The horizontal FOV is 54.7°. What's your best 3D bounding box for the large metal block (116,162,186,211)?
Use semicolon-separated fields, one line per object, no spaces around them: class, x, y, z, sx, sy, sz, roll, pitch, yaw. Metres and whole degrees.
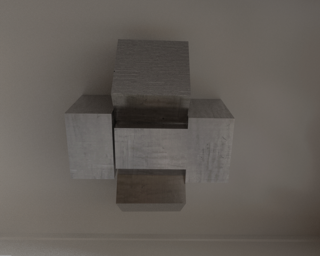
large metal block;-0.011;0.078;0.402;0.081;0.080;0.050;0;68;-2

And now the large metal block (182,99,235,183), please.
large metal block;0.055;0.013;0.386;0.050;0.080;0.079;1;110;0

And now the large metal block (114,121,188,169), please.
large metal block;-0.010;0.010;0.384;0.081;0.080;0.050;1;110;-1

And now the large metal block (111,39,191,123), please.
large metal block;-0.009;-0.054;0.354;0.081;0.080;0.050;2;148;-1

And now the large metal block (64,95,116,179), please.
large metal block;-0.078;0.008;0.383;0.050;0.080;0.079;1;110;0
